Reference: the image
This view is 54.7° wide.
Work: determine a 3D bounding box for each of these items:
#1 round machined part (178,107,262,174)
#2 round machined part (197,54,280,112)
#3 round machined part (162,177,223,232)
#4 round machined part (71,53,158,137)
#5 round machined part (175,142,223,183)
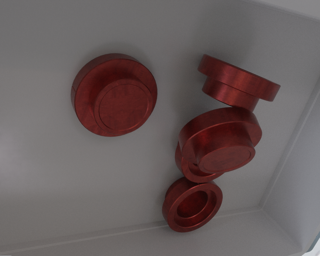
[{"bbox_3d":[0.074,0.021,0.371,0.099,0.042,0.098,-8,147,-5],"label":"round machined part"},{"bbox_3d":[0.090,-0.052,0.377,0.099,0.098,0.042,12,109,-33],"label":"round machined part"},{"bbox_3d":[0.047,0.115,0.495,0.099,0.042,0.097,-14,124,-21],"label":"round machined part"},{"bbox_3d":[-0.047,-0.031,0.352,0.099,0.042,0.097,-14,124,-21],"label":"round machined part"},{"bbox_3d":[0.065,0.028,0.450,0.099,0.042,0.097,-14,125,-21],"label":"round machined part"}]
